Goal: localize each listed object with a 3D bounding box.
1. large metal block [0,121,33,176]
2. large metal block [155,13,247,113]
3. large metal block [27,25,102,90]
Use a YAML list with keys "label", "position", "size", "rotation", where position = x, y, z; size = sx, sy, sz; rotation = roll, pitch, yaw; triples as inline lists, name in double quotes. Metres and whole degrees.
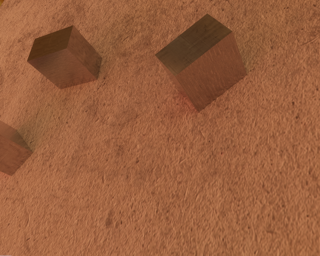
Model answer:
- label: "large metal block"
  position: [-0.265, 0.022, 0.495]
  size: [0.050, 0.080, 0.080]
  rotation: [-49, 51, -6]
- label: "large metal block"
  position: [0.054, -0.079, 0.389]
  size: [0.080, 0.080, 0.050]
  rotation: [-38, 51, 3]
- label: "large metal block"
  position: [-0.158, -0.116, 0.523]
  size: [0.080, 0.080, 0.050]
  rotation: [-10, 58, 23]
